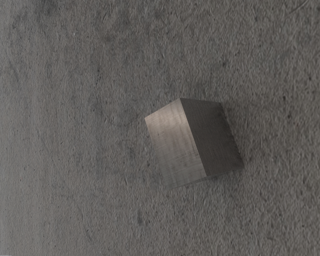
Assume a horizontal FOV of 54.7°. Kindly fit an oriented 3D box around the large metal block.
[{"bbox_3d":[0.039,0.016,0.337,0.050,0.081,0.080,-28,72,36],"label":"large metal block"}]
